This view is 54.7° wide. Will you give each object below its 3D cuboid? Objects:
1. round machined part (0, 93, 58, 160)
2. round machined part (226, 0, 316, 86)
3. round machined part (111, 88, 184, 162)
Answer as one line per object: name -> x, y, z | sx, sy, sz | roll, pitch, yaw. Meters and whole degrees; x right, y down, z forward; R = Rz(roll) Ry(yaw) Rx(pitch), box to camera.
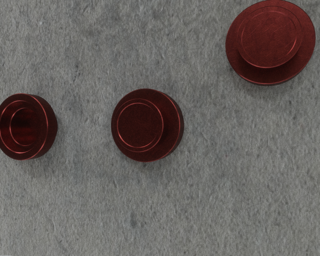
round machined part -> -0.196, -0.002, 0.467 | 0.098, 0.042, 0.097 | 0, 90, 19
round machined part -> 0.125, -0.099, 0.356 | 0.098, 0.042, 0.097 | 0, 90, 19
round machined part -> -0.021, -0.003, 0.407 | 0.098, 0.042, 0.097 | 0, 90, 19
